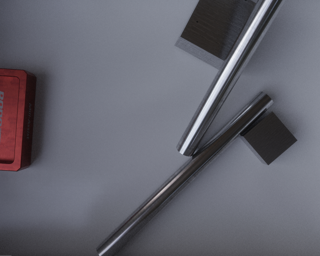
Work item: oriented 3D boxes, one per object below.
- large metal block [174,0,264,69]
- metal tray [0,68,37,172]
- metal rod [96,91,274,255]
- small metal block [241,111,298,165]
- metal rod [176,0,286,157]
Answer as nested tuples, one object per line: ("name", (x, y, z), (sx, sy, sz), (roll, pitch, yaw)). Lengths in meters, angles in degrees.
("large metal block", (0.076, -0.127, 0.396), (0.080, 0.050, 0.080), (27, 90, -7))
("metal tray", (-0.217, -0.012, 0.405), (0.091, 0.030, 0.129), (4, 90, -1))
("metal rod", (0.033, 0.063, 0.411), (0.300, 0.025, 0.025), (-44, 91, -1))
("small metal block", (0.143, 0.013, 0.413), (0.050, 0.025, 0.050), (-41, 91, 0))
("metal rod", (0.093, -0.088, 0.346), (0.025, 0.025, 0.298), (27, 117, -1))
